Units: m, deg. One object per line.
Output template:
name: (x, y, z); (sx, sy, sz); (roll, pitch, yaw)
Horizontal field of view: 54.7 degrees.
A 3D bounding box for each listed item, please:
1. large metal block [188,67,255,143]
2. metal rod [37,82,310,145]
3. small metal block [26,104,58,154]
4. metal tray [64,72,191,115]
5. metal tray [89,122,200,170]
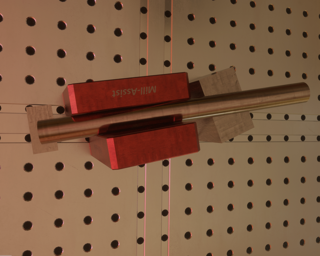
large metal block: (0.067, -0.028, 0.408); (0.050, 0.080, 0.080); (-24, 98, -19)
metal rod: (0.025, -0.019, 0.343); (0.302, 0.025, 0.025); (-9, 94, -11)
small metal block: (-0.133, 0.001, 0.350); (0.025, 0.050, 0.050); (-9, 93, -20)
metal tray: (-0.042, -0.039, 0.362); (0.131, 0.090, 0.030); (-10, 95, -20)
metal tray: (-0.025, 0.015, 0.348); (0.091, 0.130, 0.030); (-10, 94, -20)
